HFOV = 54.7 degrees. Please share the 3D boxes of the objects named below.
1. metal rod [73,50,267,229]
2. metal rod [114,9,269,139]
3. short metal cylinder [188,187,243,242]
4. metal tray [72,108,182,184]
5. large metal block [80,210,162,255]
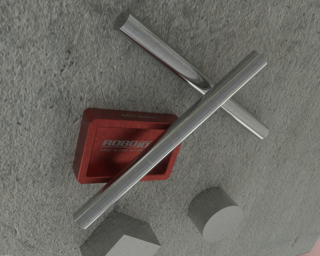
[{"bbox_3d":[0.012,0.015,0.384,0.300,0.025,0.025,-42,130,0],"label":"metal rod"},{"bbox_3d":[0.063,-0.052,0.410,0.301,0.025,0.025,30,102,-38],"label":"metal rod"},{"bbox_3d":[0.096,0.150,0.538,0.081,0.050,0.079,-14,125,-21],"label":"short metal cylinder"},{"bbox_3d":[-0.038,0.025,0.399,0.131,0.030,0.089,3,117,-30],"label":"metal tray"},{"bbox_3d":[-0.060,0.181,0.472,0.080,0.050,0.080,-50,129,7],"label":"large metal block"}]
